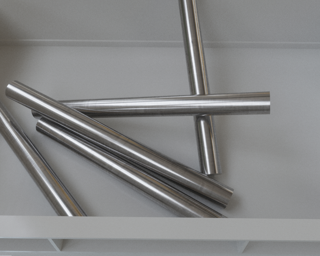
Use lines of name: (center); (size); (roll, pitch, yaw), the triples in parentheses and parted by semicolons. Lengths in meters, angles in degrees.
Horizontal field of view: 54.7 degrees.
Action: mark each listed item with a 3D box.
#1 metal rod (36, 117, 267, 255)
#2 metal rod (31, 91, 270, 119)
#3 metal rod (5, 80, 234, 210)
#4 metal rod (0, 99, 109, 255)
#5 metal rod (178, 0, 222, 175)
metal rod: (-0.027, 0.058, 0.355); (0.300, 0.025, 0.025); (26, 55, 20)
metal rod: (-0.025, -0.026, 0.380); (0.301, 0.025, 0.025); (-1, 49, 17)
metal rod: (-0.057, 0.014, 0.370); (0.301, 0.025, 0.025); (26, 54, 12)
metal rod: (-0.158, 0.033, 0.375); (0.025, 0.025, 0.300); (-34, 58, -25)
metal rod: (0.046, -0.088, 0.401); (0.025, 0.025, 0.299); (-5, 75, -4)
